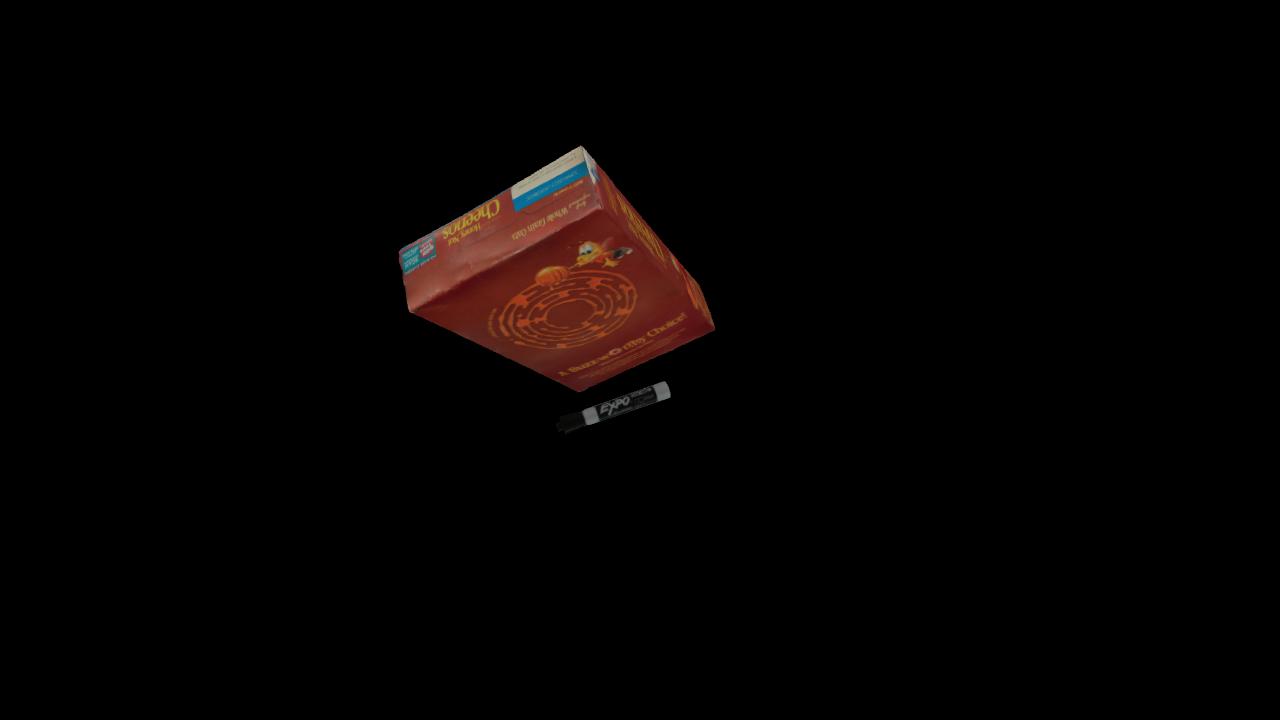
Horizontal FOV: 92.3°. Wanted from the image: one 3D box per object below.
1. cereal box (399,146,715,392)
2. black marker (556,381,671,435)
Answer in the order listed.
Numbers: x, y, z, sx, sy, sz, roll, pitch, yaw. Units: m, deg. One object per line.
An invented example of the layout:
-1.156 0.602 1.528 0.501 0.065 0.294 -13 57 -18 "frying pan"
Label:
-0.065 -0.070 0.651 0.203 0.081 0.306 -25 -26 17 "cereal box"
-0.027 0.049 0.631 0.121 0.020 0.020 -18 4 -12 "black marker"
